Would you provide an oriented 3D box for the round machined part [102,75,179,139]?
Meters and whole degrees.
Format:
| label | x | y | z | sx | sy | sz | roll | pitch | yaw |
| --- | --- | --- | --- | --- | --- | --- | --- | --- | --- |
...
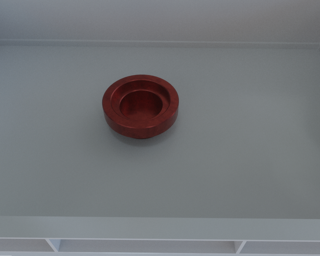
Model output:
| label | x | y | z | sx | sy | sz | roll | pitch | yaw |
| --- | --- | --- | --- | --- | --- | --- | --- | --- | --- |
| round machined part | -0.025 | -0.024 | 0.414 | 0.099 | 0.042 | 0.098 | 0 | 50 | 0 |
